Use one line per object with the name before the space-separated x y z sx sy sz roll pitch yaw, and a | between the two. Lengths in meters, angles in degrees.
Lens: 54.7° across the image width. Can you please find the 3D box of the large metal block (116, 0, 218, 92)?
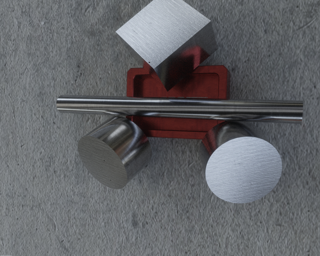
large metal block | 0.009 -0.105 0.371 0.080 0.050 0.080 -41 60 -2

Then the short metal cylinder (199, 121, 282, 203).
short metal cylinder | 0.088 0.037 0.348 0.081 0.050 0.079 0 111 -1

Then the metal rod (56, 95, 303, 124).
metal rod | 0.008 -0.025 0.376 0.301 0.025 0.025 3 91 19

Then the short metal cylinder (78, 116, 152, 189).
short metal cylinder | -0.058 0.031 0.398 0.080 0.050 0.079 22 132 26

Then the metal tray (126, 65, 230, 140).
metal tray | 0.022 -0.032 0.400 0.130 0.030 0.089 2 91 19
